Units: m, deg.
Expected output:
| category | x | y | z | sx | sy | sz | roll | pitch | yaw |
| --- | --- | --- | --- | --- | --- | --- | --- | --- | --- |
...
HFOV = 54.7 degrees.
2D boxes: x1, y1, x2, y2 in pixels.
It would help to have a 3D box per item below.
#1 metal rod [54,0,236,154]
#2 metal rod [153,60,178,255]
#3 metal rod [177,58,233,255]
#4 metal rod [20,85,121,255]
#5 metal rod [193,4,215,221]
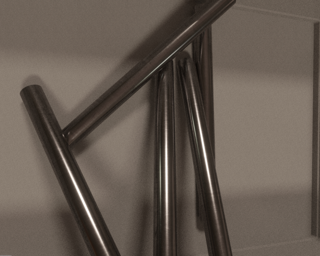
| category | x | y | z | sx | sy | sz | roll | pitch | yaw |
| --- | --- | --- | --- | --- | --- | --- | --- | --- | --- |
| metal rod | -0.019 | -0.071 | 0.384 | 0.301 | 0.025 | 0.025 | -43 | 104 | -8 |
| metal rod | 0.006 | 0.047 | 0.350 | 0.025 | 0.025 | 0.299 | 10 | 62 | -20 |
| metal rod | 0.053 | 0.047 | 0.368 | 0.025 | 0.025 | 0.299 | 2 | 65 | -20 |
| metal rod | -0.077 | 0.081 | 0.313 | 0.025 | 0.025 | 0.299 | -24 | 71 | -19 |
| metal rod | 0.063 | -0.020 | 0.435 | 0.025 | 0.025 | 0.298 | -2 | 91 | -20 |
